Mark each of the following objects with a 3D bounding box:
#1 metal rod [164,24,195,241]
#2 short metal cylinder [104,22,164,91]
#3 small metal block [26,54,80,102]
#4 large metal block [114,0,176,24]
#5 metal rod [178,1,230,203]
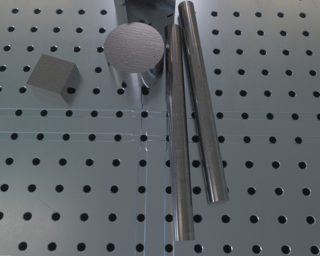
[{"bbox_3d":[0.023,-0.008,0.414,0.025,0.025,0.299,-2,70,-1],"label":"metal rod"},{"bbox_3d":[-0.035,-0.099,0.435,0.081,0.050,0.080,0,70,0],"label":"short metal cylinder"},{"bbox_3d":[-0.150,-0.071,0.436,0.050,0.025,0.050,17,71,6],"label":"small metal block"},{"bbox_3d":[-0.024,-0.200,0.455,0.080,0.080,0.050,-27,73,-9],"label":"large metal block"},{"bbox_3d":[0.056,-0.049,0.430,0.025,0.025,0.299,-6,70,-2],"label":"metal rod"}]
